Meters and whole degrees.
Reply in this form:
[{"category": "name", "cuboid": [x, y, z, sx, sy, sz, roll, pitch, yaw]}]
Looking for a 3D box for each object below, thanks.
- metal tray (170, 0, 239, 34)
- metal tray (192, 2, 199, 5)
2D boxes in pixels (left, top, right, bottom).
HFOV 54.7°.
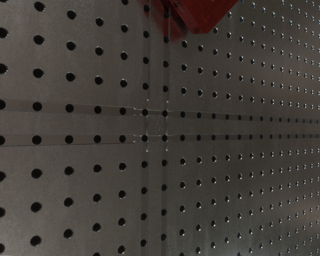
[{"category": "metal tray", "cuboid": [0.048, -0.206, 0.421, 0.090, 0.030, 0.130, -49, 120, -11]}, {"category": "metal tray", "cuboid": [0.050, -0.239, 0.449, 0.090, 0.030, 0.130, 48, 61, -29]}]
